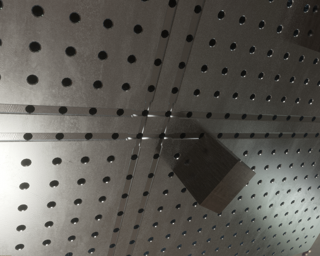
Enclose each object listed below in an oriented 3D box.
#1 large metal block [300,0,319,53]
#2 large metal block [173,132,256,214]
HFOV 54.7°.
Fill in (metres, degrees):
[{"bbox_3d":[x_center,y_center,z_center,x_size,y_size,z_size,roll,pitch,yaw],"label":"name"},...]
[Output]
[{"bbox_3d":[0.262,-0.153,0.447,0.081,0.050,0.079,-8,122,-25],"label":"large metal block"},{"bbox_3d":[0.079,0.066,0.462,0.050,0.080,0.080,33,100,-39],"label":"large metal block"}]
